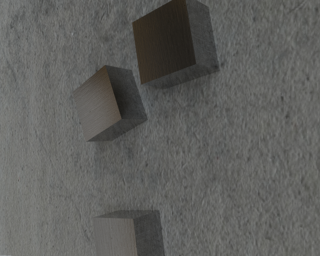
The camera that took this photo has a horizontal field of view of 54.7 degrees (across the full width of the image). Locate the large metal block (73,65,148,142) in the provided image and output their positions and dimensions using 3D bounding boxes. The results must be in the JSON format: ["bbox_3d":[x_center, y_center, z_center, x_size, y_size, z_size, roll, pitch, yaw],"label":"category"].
[{"bbox_3d":[-0.073,-0.032,0.447,0.080,0.050,0.080,-29,72,36],"label":"large metal block"}]

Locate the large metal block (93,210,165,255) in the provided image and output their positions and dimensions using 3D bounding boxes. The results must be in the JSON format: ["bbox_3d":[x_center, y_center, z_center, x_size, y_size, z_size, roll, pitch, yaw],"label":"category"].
[{"bbox_3d":[-0.042,0.157,0.421,0.080,0.050,0.080,-12,82,39],"label":"large metal block"}]

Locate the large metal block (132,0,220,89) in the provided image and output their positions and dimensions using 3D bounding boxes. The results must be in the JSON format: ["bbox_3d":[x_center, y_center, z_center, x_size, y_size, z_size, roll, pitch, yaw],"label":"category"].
[{"bbox_3d":[0.018,-0.099,0.372,0.080,0.050,0.080,-14,81,39],"label":"large metal block"}]
